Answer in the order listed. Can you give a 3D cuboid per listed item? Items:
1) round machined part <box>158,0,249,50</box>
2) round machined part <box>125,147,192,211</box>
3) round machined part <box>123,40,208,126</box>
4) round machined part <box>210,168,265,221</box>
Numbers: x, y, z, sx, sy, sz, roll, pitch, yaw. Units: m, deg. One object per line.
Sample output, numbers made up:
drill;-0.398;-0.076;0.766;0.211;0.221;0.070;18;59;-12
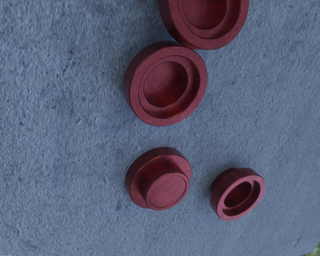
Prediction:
round machined part;0.042;-0.133;0.326;0.099;0.042;0.097;-7;106;-25
round machined part;0.003;0.079;0.446;0.099;0.042;0.097;-14;124;-21
round machined part;0.003;-0.054;0.364;0.099;0.042;0.097;-14;124;-21
round machined part;0.127;0.108;0.532;0.099;0.042;0.097;-14;124;-21
